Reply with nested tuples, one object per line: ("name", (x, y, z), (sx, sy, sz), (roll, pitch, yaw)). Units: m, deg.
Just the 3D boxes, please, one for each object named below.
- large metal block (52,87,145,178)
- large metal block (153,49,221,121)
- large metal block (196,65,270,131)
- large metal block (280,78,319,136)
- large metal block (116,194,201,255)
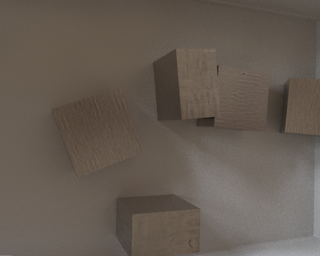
("large metal block", (-0.075, 0.004, 0.370), (0.081, 0.050, 0.080), (-21, 97, -19))
("large metal block", (0.031, -0.051, 0.392), (0.050, 0.080, 0.079), (-5, 92, -20))
("large metal block", (0.102, -0.038, 0.434), (0.081, 0.050, 0.080), (5, 88, -20))
("large metal block", (0.229, -0.028, 0.462), (0.080, 0.050, 0.080), (6, 88, 13))
("large metal block", (-0.005, 0.117, 0.379), (0.081, 0.080, 0.050), (1, 90, -20))
